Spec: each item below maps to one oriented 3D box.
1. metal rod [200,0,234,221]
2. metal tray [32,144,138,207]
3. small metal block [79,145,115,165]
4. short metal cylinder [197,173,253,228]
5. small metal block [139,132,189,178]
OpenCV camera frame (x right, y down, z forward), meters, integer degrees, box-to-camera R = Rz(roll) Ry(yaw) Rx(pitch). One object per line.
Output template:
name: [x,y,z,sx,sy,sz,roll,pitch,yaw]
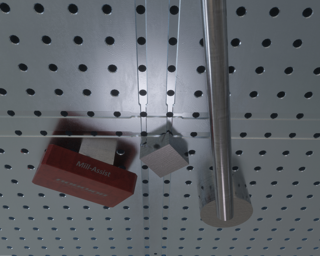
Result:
metal rod: [0.073,-0.003,0.374,0.025,0.025,0.298,-7,120,5]
metal tray: [-0.111,0.074,0.453,0.131,0.030,0.090,23,145,-19]
small metal block: [-0.098,0.056,0.458,0.050,0.025,0.050,14,129,-12]
short metal cylinder: [0.102,0.115,0.494,0.081,0.050,0.079,0,130,0]
small metal block: [0.006,0.039,0.445,0.050,0.025,0.050,-29,125,22]
